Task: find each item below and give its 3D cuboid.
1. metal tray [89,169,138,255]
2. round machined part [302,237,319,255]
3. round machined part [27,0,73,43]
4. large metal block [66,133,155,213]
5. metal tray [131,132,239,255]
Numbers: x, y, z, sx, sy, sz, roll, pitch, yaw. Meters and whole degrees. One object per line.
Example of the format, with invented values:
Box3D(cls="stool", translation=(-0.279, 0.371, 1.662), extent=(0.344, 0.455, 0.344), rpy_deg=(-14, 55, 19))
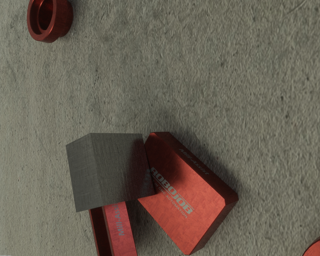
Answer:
Box3D(cls="metal tray", translation=(-0.073, 0.128, 0.438), extent=(0.090, 0.030, 0.129), rpy_deg=(-35, 67, 59))
Box3D(cls="round machined part", translation=(0.165, 0.138, 0.257), extent=(0.098, 0.042, 0.097), rpy_deg=(0, 90, 39))
Box3D(cls="round machined part", translation=(-0.191, -0.199, 0.548), extent=(0.098, 0.042, 0.097), rpy_deg=(0, 90, 39))
Box3D(cls="large metal block", translation=(-0.059, 0.052, 0.376), extent=(0.050, 0.081, 0.080), rpy_deg=(-23, 74, 38))
Box3D(cls="metal tray", translation=(0.020, 0.076, 0.384), extent=(0.130, 0.030, 0.089), rpy_deg=(42, 115, 31))
